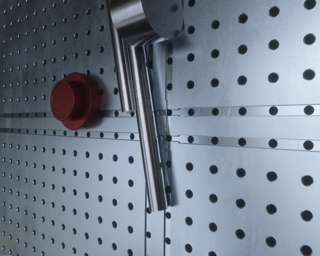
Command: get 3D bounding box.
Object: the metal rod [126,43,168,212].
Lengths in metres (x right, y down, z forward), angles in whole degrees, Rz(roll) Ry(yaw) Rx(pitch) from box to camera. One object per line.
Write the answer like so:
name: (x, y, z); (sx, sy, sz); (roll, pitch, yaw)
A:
metal rod: (-0.023, -0.038, 0.428); (0.025, 0.025, 0.298); (-14, 81, 39)

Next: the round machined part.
round machined part: (-0.147, -0.045, 0.520); (0.098, 0.042, 0.097); (0, 90, 40)

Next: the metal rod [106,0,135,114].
metal rod: (-0.066, -0.169, 0.463); (0.025, 0.025, 0.298); (-15, 80, 39)

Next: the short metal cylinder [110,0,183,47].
short metal cylinder: (-0.015, -0.146, 0.386); (0.050, 0.081, 0.080); (-3, 88, 40)
